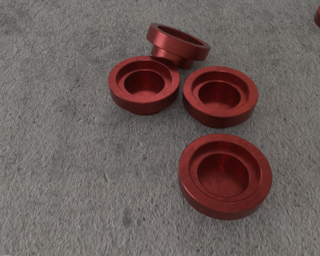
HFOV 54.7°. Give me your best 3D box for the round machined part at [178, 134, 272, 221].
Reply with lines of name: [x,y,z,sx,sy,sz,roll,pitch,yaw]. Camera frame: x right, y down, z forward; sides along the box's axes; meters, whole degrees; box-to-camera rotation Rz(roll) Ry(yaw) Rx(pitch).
round machined part: [0.069,0.057,0.345,0.099,0.042,0.098,0,50,0]

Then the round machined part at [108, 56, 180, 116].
round machined part: [-0.021,-0.056,0.439,0.099,0.042,0.098,0,50,0]

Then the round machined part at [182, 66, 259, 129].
round machined part: [0.080,-0.038,0.424,0.099,0.042,0.098,0,50,0]

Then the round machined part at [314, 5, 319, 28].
round machined part: [0.345,-0.213,0.573,0.099,0.042,0.098,0,50,0]

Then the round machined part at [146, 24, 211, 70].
round machined part: [0.025,-0.123,0.478,0.099,0.042,0.098,18,25,-9]
